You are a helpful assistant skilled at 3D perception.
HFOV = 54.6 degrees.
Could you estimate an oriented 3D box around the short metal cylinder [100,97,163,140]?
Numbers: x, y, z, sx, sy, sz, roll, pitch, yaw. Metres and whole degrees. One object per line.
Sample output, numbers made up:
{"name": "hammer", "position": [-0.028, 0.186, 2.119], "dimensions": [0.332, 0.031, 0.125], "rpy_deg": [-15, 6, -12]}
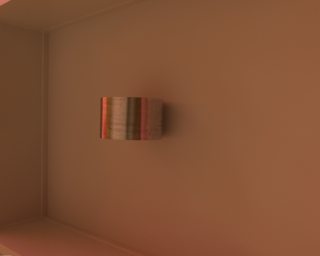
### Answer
{"name": "short metal cylinder", "position": [-0.036, -0.012, 0.398], "dimensions": [0.080, 0.081, 0.050], "rpy_deg": [3, 92, 40]}
